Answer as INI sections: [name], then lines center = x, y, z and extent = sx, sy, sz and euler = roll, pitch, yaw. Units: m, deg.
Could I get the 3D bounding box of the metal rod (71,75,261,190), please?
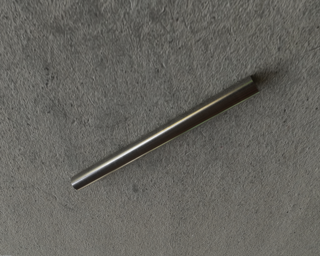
[metal rod]
center = -0.008, 0.016, 0.423
extent = 0.300, 0.025, 0.025
euler = -30, 124, 22
